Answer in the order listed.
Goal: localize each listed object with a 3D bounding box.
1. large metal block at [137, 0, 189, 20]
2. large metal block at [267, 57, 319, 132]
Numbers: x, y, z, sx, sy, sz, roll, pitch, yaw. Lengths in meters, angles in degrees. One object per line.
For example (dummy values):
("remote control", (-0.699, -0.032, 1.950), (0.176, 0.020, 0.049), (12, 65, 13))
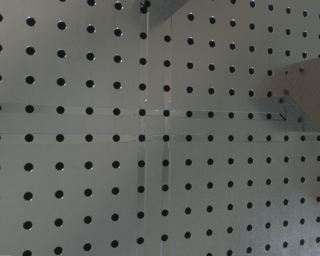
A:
("large metal block", (0.019, -0.196, 0.391), (0.050, 0.080, 0.080), (29, 81, -18))
("large metal block", (0.232, -0.050, 0.487), (0.080, 0.050, 0.080), (44, 76, -15))
